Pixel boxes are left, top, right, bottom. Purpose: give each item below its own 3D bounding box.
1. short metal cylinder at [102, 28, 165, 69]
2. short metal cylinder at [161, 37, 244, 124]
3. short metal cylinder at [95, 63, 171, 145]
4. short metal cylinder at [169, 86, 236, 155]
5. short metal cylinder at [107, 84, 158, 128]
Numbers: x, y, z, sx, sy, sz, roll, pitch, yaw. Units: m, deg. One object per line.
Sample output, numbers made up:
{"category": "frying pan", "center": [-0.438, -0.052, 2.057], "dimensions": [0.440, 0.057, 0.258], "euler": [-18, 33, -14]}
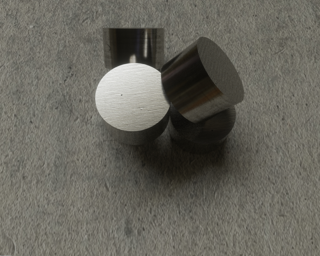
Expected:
{"category": "short metal cylinder", "center": [-0.034, -0.107, 0.412], "dimensions": [0.081, 0.080, 0.050], "euler": [0, 109, 0]}
{"category": "short metal cylinder", "center": [0.047, -0.051, 0.339], "dimensions": [0.050, 0.081, 0.080], "euler": [-32, 67, 34]}
{"category": "short metal cylinder", "center": [-0.028, -0.026, 0.351], "dimensions": [0.081, 0.050, 0.080], "euler": [0, 70, 0]}
{"category": "short metal cylinder", "center": [0.052, -0.011, 0.400], "dimensions": [0.081, 0.050, 0.080], "euler": [0, 70, 0]}
{"category": "short metal cylinder", "center": [-0.039, -0.030, 0.406], "dimensions": [0.081, 0.050, 0.080], "euler": [0, 70, 0]}
